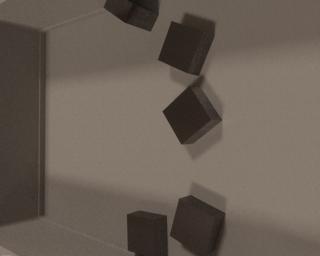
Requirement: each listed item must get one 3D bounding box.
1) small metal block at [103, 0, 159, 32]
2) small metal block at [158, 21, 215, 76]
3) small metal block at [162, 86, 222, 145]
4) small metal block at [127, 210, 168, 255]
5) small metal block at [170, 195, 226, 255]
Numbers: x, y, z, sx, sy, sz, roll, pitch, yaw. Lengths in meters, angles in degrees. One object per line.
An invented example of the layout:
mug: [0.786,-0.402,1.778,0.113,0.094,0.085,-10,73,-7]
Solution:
small metal block: [-0.039,-0.159,0.421,0.050,0.050,0.025,43,116,31]
small metal block: [0.031,-0.097,0.380,0.050,0.025,0.050,32,110,35]
small metal block: [0.038,-0.015,0.374,0.050,0.025,0.050,-43,65,31]
small metal block: [-0.017,0.143,0.419,0.050,0.025,0.050,-3,88,39]
small metal block: [0.044,0.115,0.369,0.050,0.025,0.050,21,103,37]
